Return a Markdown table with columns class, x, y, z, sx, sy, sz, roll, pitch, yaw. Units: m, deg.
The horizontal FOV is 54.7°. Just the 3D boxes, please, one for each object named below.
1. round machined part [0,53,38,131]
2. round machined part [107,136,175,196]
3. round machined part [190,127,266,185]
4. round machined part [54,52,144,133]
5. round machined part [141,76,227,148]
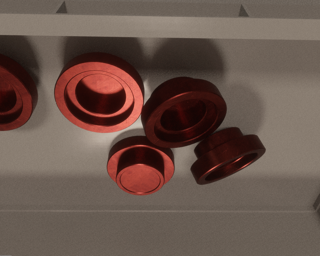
| class | x | y | z | sx | sy | sz | roll | pitch | yaw |
| --- | --- | --- | --- | --- | --- | --- | --- | --- | --- |
| round machined part | -0.191 | -0.046 | 0.356 | 0.099 | 0.042 | 0.097 | -1 | 130 | 0 |
| round machined part | -0.028 | 0.061 | 0.449 | 0.099 | 0.042 | 0.097 | -1 | 130 | 0 |
| round machined part | 0.084 | 0.034 | 0.409 | 0.099 | 0.042 | 0.098 | -21 | 157 | -9 |
| round machined part | -0.067 | -0.044 | 0.359 | 0.099 | 0.042 | 0.097 | -1 | 130 | 0 |
| round machined part | 0.025 | -0.022 | 0.367 | 0.099 | 0.042 | 0.097 | -12 | 142 | -9 |
